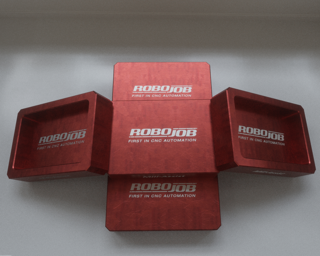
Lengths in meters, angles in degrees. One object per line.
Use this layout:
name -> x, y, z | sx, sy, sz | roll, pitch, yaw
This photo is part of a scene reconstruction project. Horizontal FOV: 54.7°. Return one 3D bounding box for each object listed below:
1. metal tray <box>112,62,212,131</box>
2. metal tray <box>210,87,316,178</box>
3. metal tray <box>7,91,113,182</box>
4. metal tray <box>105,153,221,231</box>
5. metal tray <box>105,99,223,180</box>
metal tray -> 0.003, -0.043, 0.420 | 0.131, 0.030, 0.090 | 0, 70, -1
metal tray -> 0.124, 0.009, 0.369 | 0.131, 0.030, 0.090 | 9, 68, -28
metal tray -> -0.120, 0.014, 0.367 | 0.130, 0.030, 0.090 | -9, 69, 28
metal tray -> 0.004, 0.078, 0.375 | 0.131, 0.030, 0.090 | 0, 70, -1
metal tray -> 0.004, 0.013, 0.368 | 0.131, 0.030, 0.090 | -1, 70, -1
